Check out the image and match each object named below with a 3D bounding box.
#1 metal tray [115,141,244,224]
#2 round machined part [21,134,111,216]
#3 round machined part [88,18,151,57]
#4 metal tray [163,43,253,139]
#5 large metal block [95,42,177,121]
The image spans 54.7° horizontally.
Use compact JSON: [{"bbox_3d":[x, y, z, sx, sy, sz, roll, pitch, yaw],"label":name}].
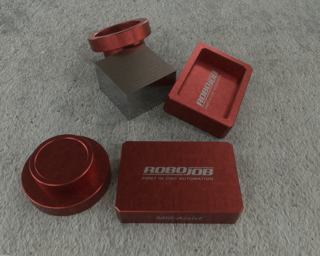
[{"bbox_3d":[0.020,0.059,0.350,0.131,0.030,0.090,1,50,0],"label":"metal tray"},{"bbox_3d":[-0.107,0.046,0.352,0.099,0.042,0.098,0,50,0],"label":"round machined part"},{"bbox_3d":[-0.060,-0.137,0.491,0.098,0.042,0.098,-14,28,8],"label":"round machined part"},{"bbox_3d":[0.071,-0.057,0.434,0.090,0.030,0.130,27,53,3],"label":"metal tray"},{"bbox_3d":[-0.034,-0.069,0.443,0.081,0.050,0.080,-31,58,-23],"label":"large metal block"}]
